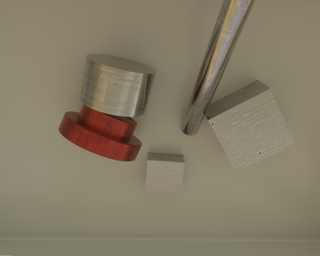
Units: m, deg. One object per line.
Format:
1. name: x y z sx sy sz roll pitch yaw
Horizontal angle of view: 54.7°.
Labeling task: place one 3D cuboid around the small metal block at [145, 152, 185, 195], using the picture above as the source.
1. small metal block: 0.006 0.064 0.435 0.050 0.025 0.050 4 110 -2

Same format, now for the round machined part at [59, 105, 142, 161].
1. round machined part: -0.066 0.000 0.373 0.099 0.098 0.042 23 96 -9

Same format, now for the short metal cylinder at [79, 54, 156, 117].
1. short metal cylinder: -0.049 -0.051 0.362 0.081 0.080 0.050 13 110 -5

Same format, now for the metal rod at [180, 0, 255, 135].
1. metal rod: 0.061 -0.085 0.294 0.025 0.025 0.298 9 145 -4

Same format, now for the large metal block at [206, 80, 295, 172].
1. large metal block: 0.112 -0.004 0.398 0.080 0.050 0.080 -28 108 9
